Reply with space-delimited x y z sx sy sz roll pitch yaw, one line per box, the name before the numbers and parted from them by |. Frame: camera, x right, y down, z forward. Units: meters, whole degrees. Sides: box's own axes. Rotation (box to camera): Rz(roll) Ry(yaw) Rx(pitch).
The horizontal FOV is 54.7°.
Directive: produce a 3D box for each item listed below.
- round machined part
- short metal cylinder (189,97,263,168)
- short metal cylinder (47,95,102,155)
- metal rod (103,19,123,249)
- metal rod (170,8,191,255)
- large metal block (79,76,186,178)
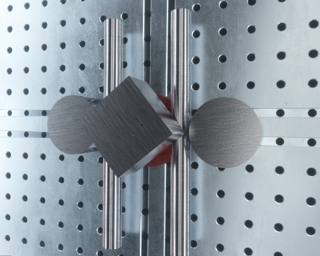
round machined part | -0.014 0.003 0.409 0.098 0.042 0.097 0 90 20
short metal cylinder | 0.080 0.005 0.370 0.080 0.050 0.080 0 90 20
short metal cylinder | -0.109 -0.004 0.438 0.080 0.050 0.080 0 90 20
metal rod | -0.062 0.008 0.412 0.025 0.025 0.298 0 90 20
metal rod | 0.026 0.007 0.381 0.025 0.025 0.298 0 90 20
large metal block | -0.031 -0.001 0.360 0.080 0.050 0.080 -40 78 15
